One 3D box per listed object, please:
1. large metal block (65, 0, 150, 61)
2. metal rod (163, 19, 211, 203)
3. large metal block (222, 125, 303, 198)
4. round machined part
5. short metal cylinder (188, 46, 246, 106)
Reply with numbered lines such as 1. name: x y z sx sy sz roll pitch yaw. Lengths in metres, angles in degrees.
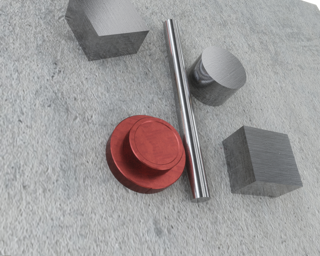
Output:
1. large metal block: -0.076 -0.147 0.438 0.081 0.050 0.080 -20 73 -36
2. metal rod: 0.033 -0.043 0.449 0.025 0.025 0.299 7 58 -25
3. large metal block: 0.142 0.049 0.437 0.081 0.050 0.080 10 57 -23
4. round machined part: -0.012 0.026 0.372 0.099 0.042 0.098 14 56 -21
5. short metal cylinder: 0.087 -0.081 0.486 0.081 0.050 0.080 14 56 -21
